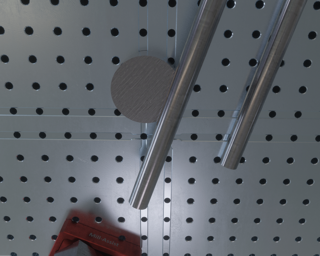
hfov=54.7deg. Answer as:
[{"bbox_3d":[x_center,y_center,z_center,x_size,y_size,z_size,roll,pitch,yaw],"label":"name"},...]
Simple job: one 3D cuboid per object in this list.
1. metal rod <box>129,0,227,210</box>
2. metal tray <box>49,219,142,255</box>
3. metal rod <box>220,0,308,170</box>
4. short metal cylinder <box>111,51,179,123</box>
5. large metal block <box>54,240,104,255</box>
[{"bbox_3d":[0.021,-0.036,0.346,0.025,0.025,0.298,18,109,-7],"label":"metal rod"},{"bbox_3d":[-0.105,0.208,0.486,0.131,0.030,0.089,25,108,-9],"label":"metal tray"},{"bbox_3d":[0.137,-0.083,0.383,0.025,0.025,0.298,15,109,-6],"label":"metal rod"},{"bbox_3d":[-0.017,-0.052,0.381,0.081,0.050,0.079,0,110,0],"label":"short metal cylinder"},{"bbox_3d":[-0.111,0.222,0.439,0.050,0.080,0.080,-32,121,18],"label":"large metal block"}]
